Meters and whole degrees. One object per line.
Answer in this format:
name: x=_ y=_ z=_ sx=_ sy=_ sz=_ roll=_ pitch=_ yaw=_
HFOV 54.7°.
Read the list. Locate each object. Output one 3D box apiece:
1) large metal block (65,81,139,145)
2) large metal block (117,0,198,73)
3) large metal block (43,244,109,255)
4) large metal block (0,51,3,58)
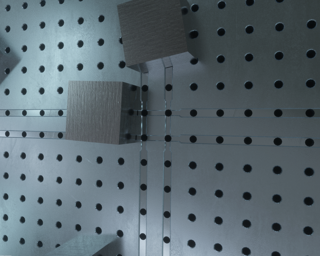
large metal block: x=-0.079 y=-0.021 z=0.426 sx=0.080 sy=0.050 sz=0.079 roll=4 pitch=91 yaw=19
large metal block: x=-0.002 y=-0.122 z=0.399 sx=0.080 sy=0.050 sz=0.080 roll=-10 pitch=87 yaw=19
large metal block: x=-0.117 y=0.214 z=0.439 sx=0.080 sy=0.050 sz=0.080 roll=-8 pitch=87 yaw=19
large metal block: x=-0.323 y=-0.125 z=0.511 sx=0.080 sy=0.050 sz=0.080 roll=-44 pitch=77 yaw=14
